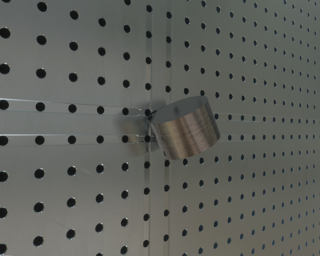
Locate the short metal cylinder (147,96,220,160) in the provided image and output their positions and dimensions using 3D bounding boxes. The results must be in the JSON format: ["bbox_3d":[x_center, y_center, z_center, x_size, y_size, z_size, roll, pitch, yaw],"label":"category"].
[{"bbox_3d":[0.031,-0.002,0.397,0.080,0.080,0.050,-35,111,-34],"label":"short metal cylinder"}]
